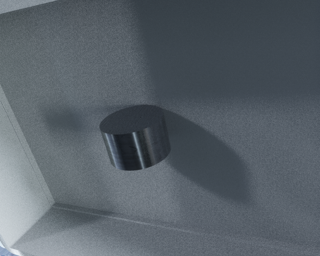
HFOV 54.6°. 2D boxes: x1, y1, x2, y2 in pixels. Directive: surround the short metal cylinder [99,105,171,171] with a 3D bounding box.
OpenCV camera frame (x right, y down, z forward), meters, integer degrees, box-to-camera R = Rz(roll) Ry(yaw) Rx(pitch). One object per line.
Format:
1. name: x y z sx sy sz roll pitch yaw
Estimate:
1. short metal cylinder: -0.030 0.010 0.392 0.080 0.080 0.050 2 119 27
